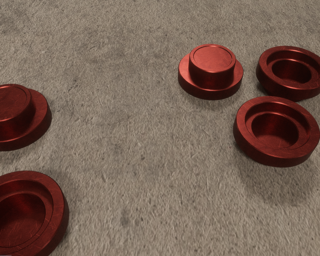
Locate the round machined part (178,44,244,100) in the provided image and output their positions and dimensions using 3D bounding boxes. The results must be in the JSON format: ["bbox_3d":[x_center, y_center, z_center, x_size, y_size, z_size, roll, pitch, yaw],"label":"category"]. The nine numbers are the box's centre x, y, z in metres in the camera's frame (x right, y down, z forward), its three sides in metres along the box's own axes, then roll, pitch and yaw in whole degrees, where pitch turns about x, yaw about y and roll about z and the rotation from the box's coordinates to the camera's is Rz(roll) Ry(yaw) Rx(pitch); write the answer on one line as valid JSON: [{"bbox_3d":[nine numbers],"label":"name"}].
[{"bbox_3d":[0.077,-0.091,0.470,0.099,0.042,0.098,0,50,0],"label":"round machined part"}]

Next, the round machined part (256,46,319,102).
[{"bbox_3d":[0.192,-0.075,0.458,0.099,0.042,0.098,0,50,0],"label":"round machined part"}]

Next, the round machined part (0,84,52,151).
[{"bbox_3d":[-0.198,-0.021,0.407,0.099,0.042,0.098,0,50,0],"label":"round machined part"}]

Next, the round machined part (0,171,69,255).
[{"bbox_3d":[-0.141,0.095,0.310,0.099,0.042,0.098,0,50,0],"label":"round machined part"}]

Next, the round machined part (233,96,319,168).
[{"bbox_3d":[0.140,0.009,0.387,0.099,0.042,0.098,0,50,0],"label":"round machined part"}]
